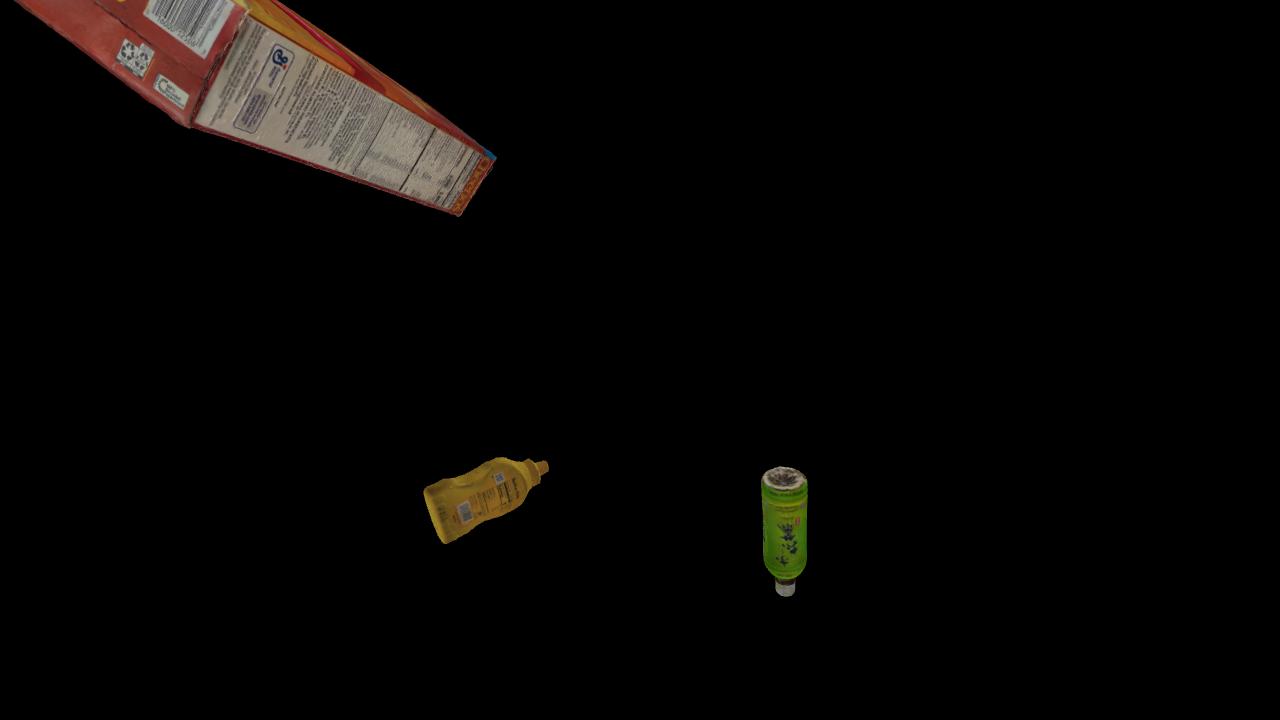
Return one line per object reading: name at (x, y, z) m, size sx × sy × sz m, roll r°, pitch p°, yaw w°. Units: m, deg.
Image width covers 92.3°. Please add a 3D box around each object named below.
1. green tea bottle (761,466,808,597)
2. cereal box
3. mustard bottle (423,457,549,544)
green tea bottle at (0.226, 0.274, 0.958) m, size 0.073 × 0.212 × 0.073 m, roll -7°, pitch 19°, yaw 2°
cereal box at (-0.259, -0.211, 0.454) m, size 0.203 × 0.081 × 0.306 m, roll 36°, pitch 10°, yaw 6°
mustard bottle at (-0.219, 0.194, 0.914) m, size 0.184 × 0.092 × 0.054 m, roll -22°, pitch 21°, yaw -29°
